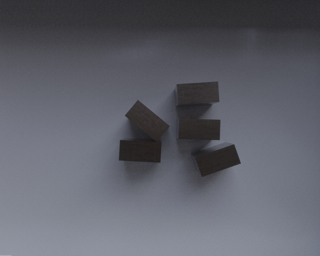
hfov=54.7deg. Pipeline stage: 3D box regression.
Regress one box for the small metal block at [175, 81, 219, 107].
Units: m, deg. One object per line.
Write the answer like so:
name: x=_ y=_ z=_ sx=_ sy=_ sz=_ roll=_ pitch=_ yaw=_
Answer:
small metal block: x=0.046 y=-0.042 z=0.400 sx=0.050 sy=0.050 sz=0.025 roll=-4 pitch=90 yaw=-1

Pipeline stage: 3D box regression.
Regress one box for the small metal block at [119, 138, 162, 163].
small metal block: x=-0.024 y=0.028 z=0.399 sx=0.050 sy=0.050 sz=0.025 roll=3 pitch=91 yaw=-1

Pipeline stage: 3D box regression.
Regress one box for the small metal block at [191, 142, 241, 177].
small metal block: x=0.070 y=0.039 z=0.400 sx=0.050 sy=0.050 sz=0.025 roll=-19 pitch=90 yaw=0

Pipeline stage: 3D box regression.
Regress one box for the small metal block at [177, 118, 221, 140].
small metal block: x=0.048 y=0.001 z=0.400 sx=0.050 sy=0.050 sz=0.025 roll=2 pitch=90 yaw=-1

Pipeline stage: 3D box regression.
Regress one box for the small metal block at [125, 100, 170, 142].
small metal block: x=-0.015 y=-0.009 z=0.399 sx=0.050 sy=0.050 sz=0.025 roll=40 pitch=90 yaw=0
